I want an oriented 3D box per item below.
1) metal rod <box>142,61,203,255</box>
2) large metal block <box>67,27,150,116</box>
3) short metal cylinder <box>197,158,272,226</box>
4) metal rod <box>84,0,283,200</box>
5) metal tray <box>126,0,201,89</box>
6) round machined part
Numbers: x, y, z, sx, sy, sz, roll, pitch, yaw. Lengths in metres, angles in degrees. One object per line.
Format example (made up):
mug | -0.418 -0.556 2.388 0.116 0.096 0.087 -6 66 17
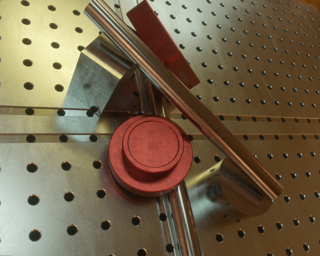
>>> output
metal rod | 0.006 0.012 0.406 0.025 0.025 0.299 2 61 -28
large metal block | -0.064 -0.075 0.386 0.050 0.080 0.080 36 51 -5
short metal cylinder | 0.096 0.079 0.398 0.081 0.050 0.080 14 56 -21
metal rod | 0.032 -0.027 0.353 0.300 0.025 0.025 45 50 -8
metal tray | 0.010 -0.105 0.426 0.090 0.030 0.130 60 11 15
round machined part | -0.010 0.026 0.357 0.099 0.042 0.098 4 62 -7
